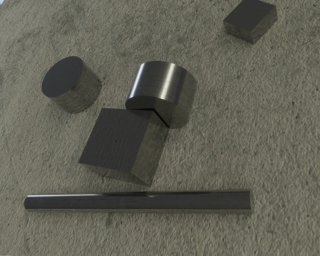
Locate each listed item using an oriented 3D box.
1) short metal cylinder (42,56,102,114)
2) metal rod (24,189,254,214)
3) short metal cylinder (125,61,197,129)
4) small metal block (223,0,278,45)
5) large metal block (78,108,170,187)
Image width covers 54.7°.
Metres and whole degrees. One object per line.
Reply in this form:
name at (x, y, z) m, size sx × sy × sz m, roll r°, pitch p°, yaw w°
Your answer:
short metal cylinder at (-0.143, -0.070, 0.506) m, size 0.080 × 0.050 × 0.080 m, roll -13°, pitch 56°, yaw 21°
metal rod at (-0.044, 0.089, 0.371) m, size 0.300 × 0.025 × 0.025 m, roll -7°, pitch 59°, yaw 24°
short metal cylinder at (0.002, -0.040, 0.392) m, size 0.080 × 0.080 × 0.050 m, roll 2°, pitch 63°, yaw 29°
small metal block at (0.125, -0.150, 0.430) m, size 0.050 × 0.025 × 0.050 m, roll -46°, pitch 51°, yaw -4°
large metal block at (-0.044, 0.023, 0.397) m, size 0.080 × 0.050 × 0.080 m, roll 5°, pitch 64°, yaw 30°
